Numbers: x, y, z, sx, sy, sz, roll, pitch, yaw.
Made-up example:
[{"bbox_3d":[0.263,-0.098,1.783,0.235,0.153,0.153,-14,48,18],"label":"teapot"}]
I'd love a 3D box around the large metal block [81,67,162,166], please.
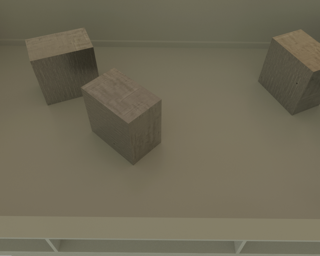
[{"bbox_3d":[-0.045,-0.014,0.381,0.080,0.080,0.050,36,59,26],"label":"large metal block"}]

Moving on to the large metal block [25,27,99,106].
[{"bbox_3d":[-0.134,-0.087,0.441,0.081,0.080,0.050,-17,53,-14],"label":"large metal block"}]

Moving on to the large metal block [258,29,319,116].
[{"bbox_3d":[0.193,-0.079,0.438,0.050,0.080,0.080,-19,53,-16],"label":"large metal block"}]
